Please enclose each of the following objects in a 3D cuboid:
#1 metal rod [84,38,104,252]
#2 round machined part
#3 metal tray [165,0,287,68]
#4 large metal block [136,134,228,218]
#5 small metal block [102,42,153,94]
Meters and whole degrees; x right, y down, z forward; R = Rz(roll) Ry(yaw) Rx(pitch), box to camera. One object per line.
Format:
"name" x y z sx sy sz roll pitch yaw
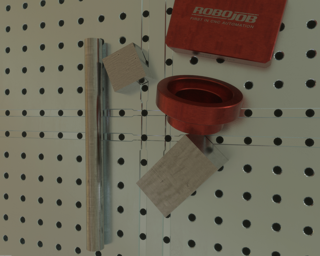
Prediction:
"metal rod" -0.094 0.023 0.444 0.025 0.025 0.298 -1 90 19
"round machined part" 0.044 -0.026 0.363 0.098 0.098 0.042 17 120 19
"metal tray" 0.080 -0.132 0.381 0.130 0.030 0.089 15 95 19
"large metal block" 0.030 0.052 0.372 0.080 0.080 0.050 -46 76 14
"small metal block" -0.045 -0.081 0.427 0.050 0.025 0.050 -24 82 18
